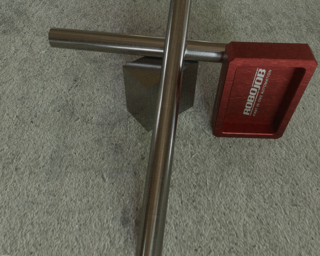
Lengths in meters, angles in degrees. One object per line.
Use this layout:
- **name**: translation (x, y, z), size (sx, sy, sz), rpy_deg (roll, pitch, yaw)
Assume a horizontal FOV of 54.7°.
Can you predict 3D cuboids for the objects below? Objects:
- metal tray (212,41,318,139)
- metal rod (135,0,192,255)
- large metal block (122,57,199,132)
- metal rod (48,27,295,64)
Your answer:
- **metal tray**: translation (0.115, -0.039, 0.369), size (0.091, 0.129, 0.030), rpy_deg (2, 50, 1)
- **metal rod**: translation (0.007, -0.013, 0.333), size (0.025, 0.025, 0.299), rpy_deg (6, 76, 5)
- **large metal block**: translation (0.001, -0.054, 0.413), size (0.081, 0.080, 0.050), rpy_deg (-30, 57, -23)
- **metal rod**: translation (0.013, -0.098, 0.382), size (0.302, 0.025, 0.025), rpy_deg (6, 50, 4)
